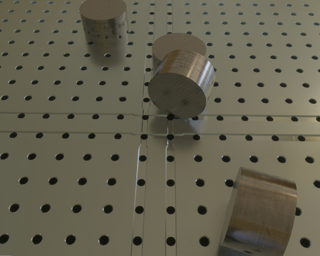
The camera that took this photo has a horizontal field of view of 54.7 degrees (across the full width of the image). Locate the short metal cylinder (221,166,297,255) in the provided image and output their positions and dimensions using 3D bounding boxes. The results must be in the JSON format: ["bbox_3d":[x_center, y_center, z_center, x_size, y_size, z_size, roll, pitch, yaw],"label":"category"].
[{"bbox_3d":[0.094,0.083,0.303,0.050,0.080,0.080,15,52,12],"label":"short metal cylinder"}]

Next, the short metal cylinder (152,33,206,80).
[{"bbox_3d":[0.028,-0.102,0.477,0.081,0.050,0.080,0,50,0],"label":"short metal cylinder"}]

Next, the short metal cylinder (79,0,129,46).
[{"bbox_3d":[-0.098,-0.191,0.551,0.081,0.050,0.080,0,50,0],"label":"short metal cylinder"}]

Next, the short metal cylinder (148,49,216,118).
[{"bbox_3d":[0.030,-0.059,0.421,0.080,0.080,0.050,15,52,12],"label":"short metal cylinder"}]
